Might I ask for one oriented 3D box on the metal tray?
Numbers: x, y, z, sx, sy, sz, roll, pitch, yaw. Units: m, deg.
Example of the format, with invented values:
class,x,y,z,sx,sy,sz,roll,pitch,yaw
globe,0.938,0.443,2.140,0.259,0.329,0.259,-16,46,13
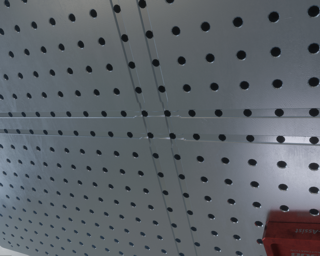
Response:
class,x,y,z,sx,sy,sz,roll,pitch,yaw
metal tray,0.210,0.168,0.400,0.130,0.030,0.090,-9,114,32
